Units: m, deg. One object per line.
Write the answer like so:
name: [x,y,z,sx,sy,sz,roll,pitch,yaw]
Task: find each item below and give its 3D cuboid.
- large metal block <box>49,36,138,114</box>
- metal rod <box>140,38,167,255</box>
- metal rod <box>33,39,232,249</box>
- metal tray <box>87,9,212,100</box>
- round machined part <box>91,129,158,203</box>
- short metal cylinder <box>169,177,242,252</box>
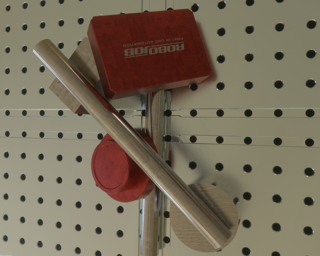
large metal block: [-0.084,-0.064,0.413,0.050,0.080,0.080,43,103,14]
metal rod: [-0.008,0.020,0.414,0.025,0.025,0.298,3,91,19]
metal rod: [-0.035,0.013,0.349,0.300,0.025,0.025,46,104,5]
metal tray: [-0.011,-0.090,0.371,0.131,0.030,0.090,-14,83,-23]
round machined part: [-0.052,0.049,0.404,0.098,0.042,0.097,0,90,37]
short metal cylinder: [0.058,0.103,0.379,0.080,0.050,0.079,0,90,19]
